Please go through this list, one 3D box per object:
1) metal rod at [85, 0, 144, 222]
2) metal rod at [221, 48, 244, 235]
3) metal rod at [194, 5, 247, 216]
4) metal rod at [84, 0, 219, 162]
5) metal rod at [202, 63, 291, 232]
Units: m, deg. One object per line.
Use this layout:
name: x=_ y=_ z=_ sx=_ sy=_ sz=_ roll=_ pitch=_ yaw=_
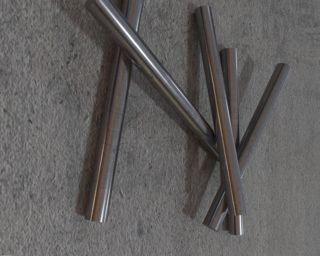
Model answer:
metal rod: x=-0.049 y=-0.045 z=0.363 sx=0.025 sy=0.025 sz=0.299 roll=14 pitch=81 yaw=-39
metal rod: x=0.118 y=0.023 z=0.503 sx=0.025 sy=0.025 sz=0.298 roll=-5 pitch=93 yaw=-40
metal rod: x=0.086 y=-0.028 z=0.444 sx=0.025 sy=0.025 sz=0.298 roll=-4 pitch=83 yaw=-40
metal rod: x=0.017 y=-0.042 z=0.396 sx=0.300 sy=0.025 sz=0.025 roll=46 pitch=62 yaw=-38
metal rod: x=0.143 y=0.019 z=0.488 sx=0.025 sy=0.025 sz=0.300 roll=42 pitch=68 yaw=-32
